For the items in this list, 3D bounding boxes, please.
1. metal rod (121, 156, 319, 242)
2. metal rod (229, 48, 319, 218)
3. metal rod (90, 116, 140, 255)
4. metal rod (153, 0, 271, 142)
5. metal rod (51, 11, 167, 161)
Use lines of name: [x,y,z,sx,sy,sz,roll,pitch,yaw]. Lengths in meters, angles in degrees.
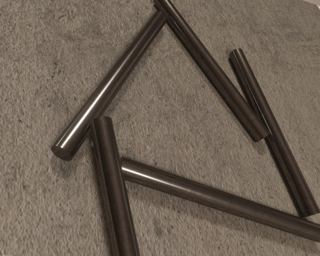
metal rod: [0.088,0.096,0.394,0.302,0.025,0.025,21,54,-16]
metal rod: [0.179,-0.005,0.506,0.025,0.025,0.299,-3,63,-30]
metal rod: [-0.031,0.128,0.299,0.025,0.025,0.299,-3,67,-30]
metal rod: [0.080,-0.106,0.513,0.025,0.025,0.299,-25,75,-37]
metal rod: [-0.053,-0.078,0.424,0.025,0.025,0.301,33,51,-8]
